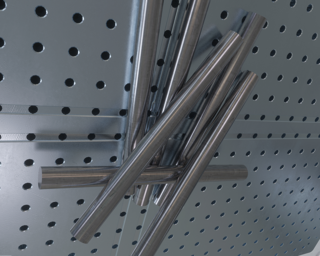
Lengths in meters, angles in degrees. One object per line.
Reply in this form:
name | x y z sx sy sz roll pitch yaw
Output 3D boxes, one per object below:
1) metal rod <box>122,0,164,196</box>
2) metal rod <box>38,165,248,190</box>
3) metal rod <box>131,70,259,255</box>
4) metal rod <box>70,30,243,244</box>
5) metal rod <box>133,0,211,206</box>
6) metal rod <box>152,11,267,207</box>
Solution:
metal rod | -0.024 -0.043 0.370 0.025 0.025 0.298 -5 121 -26
metal rod | -0.001 0.062 0.414 0.302 0.025 0.025 3 117 -30
metal rod | 0.048 0.051 0.410 0.025 0.025 0.300 41 77 -39
metal rod | 0.001 0.005 0.367 0.300 0.025 0.025 -52 129 -6
metal rod | 0.009 -0.023 0.401 0.025 0.025 0.298 2 118 -29
metal rod | 0.062 -0.013 0.435 0.025 0.025 0.298 13 111 -34
